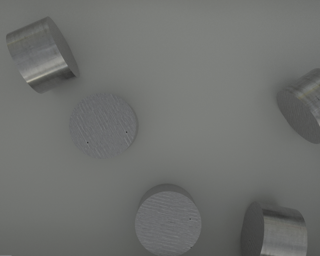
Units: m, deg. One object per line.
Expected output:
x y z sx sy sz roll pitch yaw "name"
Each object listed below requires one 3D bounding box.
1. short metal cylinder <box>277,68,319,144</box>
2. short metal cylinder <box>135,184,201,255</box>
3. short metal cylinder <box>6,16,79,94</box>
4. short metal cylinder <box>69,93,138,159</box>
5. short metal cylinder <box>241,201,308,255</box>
0.193 -0.027 0.387 0.050 0.080 0.080 -34 90 0 "short metal cylinder"
0.010 0.116 0.399 0.081 0.050 0.079 0 90 -1 "short metal cylinder"
-0.141 -0.089 0.382 0.050 0.080 0.080 -24 90 0 "short metal cylinder"
-0.069 -0.003 0.398 0.081 0.050 0.079 0 90 -1 "short metal cylinder"
0.139 0.137 0.386 0.050 0.080 0.080 11 90 0 "short metal cylinder"
